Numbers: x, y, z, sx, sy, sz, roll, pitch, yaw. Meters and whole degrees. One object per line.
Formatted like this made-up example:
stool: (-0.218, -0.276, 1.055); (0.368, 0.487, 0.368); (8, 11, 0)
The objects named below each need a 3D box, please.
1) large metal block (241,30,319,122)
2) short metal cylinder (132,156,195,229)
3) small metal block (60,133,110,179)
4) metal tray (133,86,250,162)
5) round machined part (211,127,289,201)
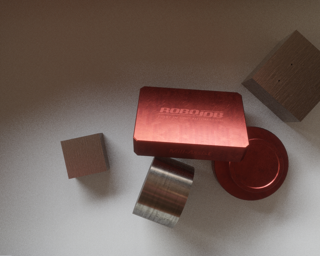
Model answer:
large metal block: (0.168, -0.064, 0.401); (0.080, 0.050, 0.080); (42, 90, -1)
short metal cylinder: (0.004, 0.077, 0.384); (0.050, 0.080, 0.080); (21, 90, -1)
small metal block: (-0.098, 0.036, 0.410); (0.050, 0.025, 0.050); (-12, 90, -1)
metal tray: (0.037, -0.007, 0.383); (0.131, 0.030, 0.090); (4, 50, 0)
round machined part: (0.120, 0.047, 0.405); (0.099, 0.042, 0.097); (0, 90, -1)
